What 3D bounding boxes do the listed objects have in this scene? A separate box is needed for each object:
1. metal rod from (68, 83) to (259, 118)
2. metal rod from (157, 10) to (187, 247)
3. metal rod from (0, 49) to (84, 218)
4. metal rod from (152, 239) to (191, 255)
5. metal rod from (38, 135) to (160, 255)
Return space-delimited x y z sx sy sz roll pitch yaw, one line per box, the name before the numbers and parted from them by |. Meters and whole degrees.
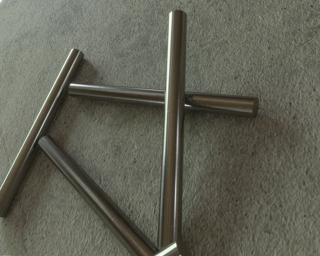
metal rod | -0.016 -0.043 0.437 0.300 0.025 0.025 9 66 31
metal rod | 0.017 -0.015 0.375 0.025 0.025 0.299 -7 67 24
metal rod | -0.193 -0.005 0.505 0.025 0.025 0.300 5 64 30
metal rod | -0.096 0.201 0.310 0.300 0.025 0.025 -37 51 10
metal rod | -0.079 0.089 0.388 0.300 0.025 0.025 34 81 38
